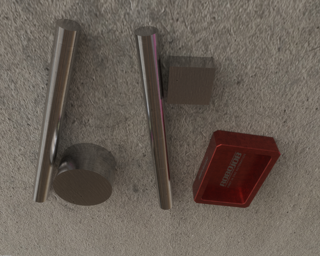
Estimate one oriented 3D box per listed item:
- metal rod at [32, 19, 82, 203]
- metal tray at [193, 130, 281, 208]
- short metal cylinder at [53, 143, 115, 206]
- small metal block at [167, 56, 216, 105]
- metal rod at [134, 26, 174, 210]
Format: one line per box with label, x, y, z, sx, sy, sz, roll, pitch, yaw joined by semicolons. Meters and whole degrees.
metal rod;-0.142;0.002;0.406;0.025;0.025;0.298;15;129;-13
metal tray;0.108;0.065;0.461;0.091;0.030;0.129;8;130;-7
short metal cylinder;-0.107;0.068;0.447;0.081;0.050;0.079;0;130;0
small metal block;0.034;-0.055;0.361;0.050;0.025;0.050;2;130;-2
metal rod;-0.002;0.012;0.417;0.025;0.025;0.298;-4;130;3
